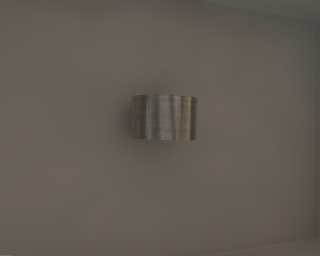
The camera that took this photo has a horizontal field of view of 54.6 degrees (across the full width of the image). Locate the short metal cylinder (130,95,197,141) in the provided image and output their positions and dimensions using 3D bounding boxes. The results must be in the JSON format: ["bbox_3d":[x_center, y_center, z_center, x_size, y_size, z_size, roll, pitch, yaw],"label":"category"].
[{"bbox_3d":[0.005,-0.011,0.380,0.081,0.080,0.050,2,90,-20],"label":"short metal cylinder"}]
